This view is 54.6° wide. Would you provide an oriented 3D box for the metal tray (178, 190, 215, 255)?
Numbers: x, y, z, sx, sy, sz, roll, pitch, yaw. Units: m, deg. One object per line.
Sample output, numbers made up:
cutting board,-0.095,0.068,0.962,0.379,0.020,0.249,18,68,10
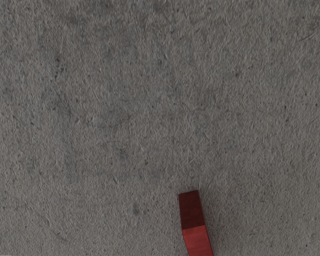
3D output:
metal tray,0.058,0.166,0.436,0.030,0.090,0.129,-14,110,5
